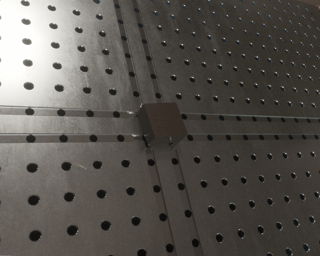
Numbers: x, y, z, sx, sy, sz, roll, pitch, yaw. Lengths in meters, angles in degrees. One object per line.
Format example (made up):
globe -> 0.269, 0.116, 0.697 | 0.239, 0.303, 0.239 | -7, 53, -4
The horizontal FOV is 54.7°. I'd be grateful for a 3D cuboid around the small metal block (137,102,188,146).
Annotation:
small metal block -> 0.003, -0.006, 0.415 | 0.050, 0.025, 0.050 | -5, 64, -31
